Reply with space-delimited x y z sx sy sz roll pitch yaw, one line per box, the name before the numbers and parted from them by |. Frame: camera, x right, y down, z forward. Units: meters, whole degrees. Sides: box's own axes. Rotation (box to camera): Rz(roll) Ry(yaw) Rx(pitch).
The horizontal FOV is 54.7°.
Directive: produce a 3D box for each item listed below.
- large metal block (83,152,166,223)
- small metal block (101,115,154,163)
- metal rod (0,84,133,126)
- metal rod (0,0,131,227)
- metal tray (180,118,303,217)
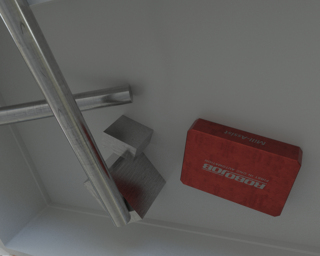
large metal block | -0.048 0.079 0.446 0.050 0.080 0.080 -29 103 37
small metal block | -0.044 0.013 0.422 0.050 0.050 0.025 26 127 11
metal rod | -0.186 -0.020 0.414 0.302 0.025 0.025 -9 116 4
metal rod | -0.089 -0.001 0.323 0.025 0.025 0.298 1 127 27
metal tray | 0.095 0.049 0.385 0.130 0.030 0.089 17 125 17
